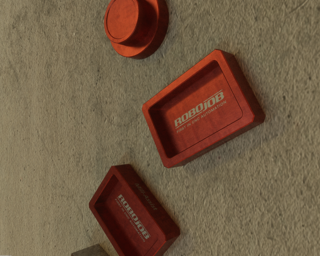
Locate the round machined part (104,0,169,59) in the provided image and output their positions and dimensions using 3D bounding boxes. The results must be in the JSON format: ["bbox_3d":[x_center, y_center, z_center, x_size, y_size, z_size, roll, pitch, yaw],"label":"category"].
[{"bbox_3d":[-0.039,-0.147,0.426,0.098,0.042,0.097,0,90,40],"label":"round machined part"}]

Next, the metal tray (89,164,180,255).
[{"bbox_3d":[-0.041,0.126,0.435,0.130,0.030,0.089,48,118,29],"label":"metal tray"}]

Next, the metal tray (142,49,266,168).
[{"bbox_3d":[0.044,-0.018,0.365,0.130,0.030,0.090,-34,69,34],"label":"metal tray"}]

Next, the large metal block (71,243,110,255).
[{"bbox_3d":[-0.102,0.241,0.473,0.080,0.050,0.079,31,109,35],"label":"large metal block"}]
